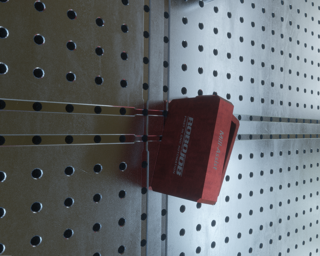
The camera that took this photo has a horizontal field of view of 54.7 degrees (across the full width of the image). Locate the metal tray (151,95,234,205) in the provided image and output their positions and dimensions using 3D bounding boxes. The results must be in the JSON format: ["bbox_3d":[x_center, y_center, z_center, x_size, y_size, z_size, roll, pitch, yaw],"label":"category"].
[{"bbox_3d":[0.041,0.026,0.403,0.030,0.090,0.129,21,77,-39],"label":"metal tray"}]

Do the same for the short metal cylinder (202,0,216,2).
[{"bbox_3d":[0.086,-0.238,0.467,0.081,0.050,0.079,0,90,-40],"label":"short metal cylinder"}]

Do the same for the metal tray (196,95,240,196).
[{"bbox_3d":[0.070,0.027,0.458,0.090,0.030,0.130,37,66,-41],"label":"metal tray"}]
